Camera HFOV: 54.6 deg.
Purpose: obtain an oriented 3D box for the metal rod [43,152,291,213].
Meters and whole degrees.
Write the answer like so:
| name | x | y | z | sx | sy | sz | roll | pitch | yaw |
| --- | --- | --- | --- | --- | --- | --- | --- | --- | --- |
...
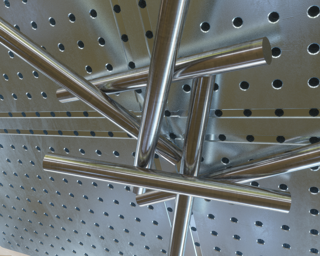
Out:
| name | x | y | z | sx | sy | sz | roll | pitch | yaw |
| --- | --- | --- | --- | --- | --- | --- | --- | --- | --- |
| metal rod | 0.002 | 0.065 | 0.382 | 0.301 | 0.025 | 0.025 | 8 | 123 | 8 |

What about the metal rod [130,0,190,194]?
| name | x | y | z | sx | sy | sz | roll | pitch | yaw |
| --- | --- | --- | --- | --- | --- | --- | --- | --- | --- |
| metal rod | -0.006 | -0.024 | 0.343 | 0.025 | 0.025 | 0.298 | 25 | 133 | 13 |

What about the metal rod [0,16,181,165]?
| name | x | y | z | sx | sy | sz | roll | pitch | yaw |
| --- | --- | --- | --- | --- | --- | --- | --- | --- | --- |
| metal rod | -0.091 | -0.045 | 0.382 | 0.301 | 0.025 | 0.025 | 36 | 131 | -17 |

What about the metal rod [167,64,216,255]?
| name | x | y | z | sx | sy | sz | roll | pitch | yaw |
| --- | --- | --- | --- | --- | --- | --- | --- | --- | --- |
| metal rod | 0.037 | 0.058 | 0.400 | 0.025 | 0.025 | 0.298 | 15 | 117 | 19 |

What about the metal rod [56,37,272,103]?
| name | x | y | z | sx | sy | sz | roll | pitch | yaw |
| --- | --- | --- | --- | --- | --- | --- | --- | --- | --- |
| metal rod | -0.023 | -0.059 | 0.366 | 0.300 | 0.025 | 0.025 | -5 | 116 | 37 |

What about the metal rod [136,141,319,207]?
| name | x | y | z | sx | sy | sz | roll | pitch | yaw |
| --- | --- | --- | --- | --- | --- | --- | --- | --- | --- |
| metal rod | 0.081 | 0.067 | 0.409 | 0.299 | 0.025 | 0.025 | -23 | 106 | 36 |
